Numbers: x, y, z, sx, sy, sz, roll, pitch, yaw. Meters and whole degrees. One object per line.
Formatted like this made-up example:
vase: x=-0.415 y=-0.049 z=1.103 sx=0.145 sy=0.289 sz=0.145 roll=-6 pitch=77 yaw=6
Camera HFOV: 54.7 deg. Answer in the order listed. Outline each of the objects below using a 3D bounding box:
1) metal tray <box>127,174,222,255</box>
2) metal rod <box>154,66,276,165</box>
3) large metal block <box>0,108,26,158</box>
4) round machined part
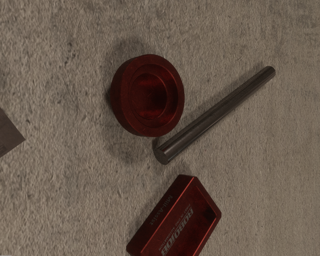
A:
metal tray: x=0.025 y=0.140 z=0.424 sx=0.130 sy=0.030 sz=0.090 roll=-50 pitch=120 yaw=-29
metal rod: x=0.103 y=-0.033 z=0.493 sx=0.302 sy=0.025 sz=0.025 roll=-35 pitch=112 yaw=-35
large metal block: x=-0.163 y=0.012 z=0.233 sx=0.080 sy=0.080 sz=0.050 roll=-43 pitch=117 yaw=-32
round machined part: x=-0.019 y=-0.038 z=0.379 sx=0.099 sy=0.042 sz=0.097 roll=0 pitch=90 yaw=-40
